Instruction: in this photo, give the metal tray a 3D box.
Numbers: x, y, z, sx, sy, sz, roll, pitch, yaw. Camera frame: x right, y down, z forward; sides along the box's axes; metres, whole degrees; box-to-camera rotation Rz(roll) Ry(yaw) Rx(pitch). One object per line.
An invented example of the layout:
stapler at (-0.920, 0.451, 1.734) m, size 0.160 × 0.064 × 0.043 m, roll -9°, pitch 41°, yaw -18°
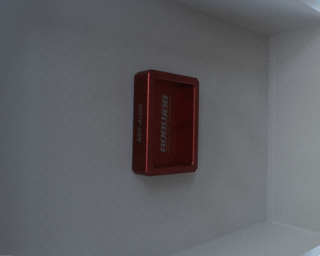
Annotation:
metal tray at (0.010, -0.005, 0.409) m, size 0.091 × 0.030 × 0.129 m, roll 2°, pitch 88°, yaw -41°
